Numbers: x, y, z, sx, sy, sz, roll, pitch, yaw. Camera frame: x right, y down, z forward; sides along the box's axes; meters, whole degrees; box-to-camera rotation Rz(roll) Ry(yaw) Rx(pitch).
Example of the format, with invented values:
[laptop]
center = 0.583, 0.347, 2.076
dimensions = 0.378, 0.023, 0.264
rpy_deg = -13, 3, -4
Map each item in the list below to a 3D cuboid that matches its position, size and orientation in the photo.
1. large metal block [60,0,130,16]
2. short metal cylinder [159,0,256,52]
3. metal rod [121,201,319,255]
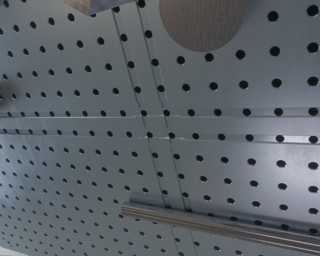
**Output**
[large metal block]
center = -0.060, -0.166, 0.304
dimensions = 0.050, 0.080, 0.079
rpy_deg = 31, 129, 8
[short metal cylinder]
center = 0.046, -0.119, 0.297
dimensions = 0.080, 0.050, 0.079
rpy_deg = 13, 124, 21
[metal rod]
center = 0.075, 0.144, 0.460
dimensions = 0.301, 0.025, 0.025
rpy_deg = 3, 120, 26
